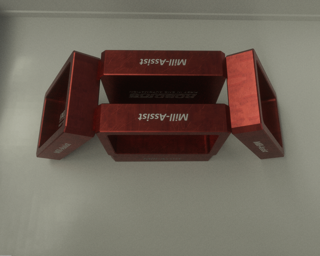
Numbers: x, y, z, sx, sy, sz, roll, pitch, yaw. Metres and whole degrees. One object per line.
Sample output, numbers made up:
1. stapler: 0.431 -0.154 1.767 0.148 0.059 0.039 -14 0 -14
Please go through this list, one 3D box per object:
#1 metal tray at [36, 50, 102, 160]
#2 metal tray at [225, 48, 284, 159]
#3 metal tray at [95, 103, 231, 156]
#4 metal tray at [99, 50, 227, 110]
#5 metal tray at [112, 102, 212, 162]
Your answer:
1. metal tray: -0.109 -0.019 0.360 0.030 0.130 0.090 12 68 -30
2. metal tray: 0.114 -0.021 0.362 0.030 0.130 0.090 -11 68 28
3. metal tray: 0.003 0.005 0.340 0.131 0.090 0.030 0 70 -1
4. metal tray: 0.003 -0.052 0.360 0.131 0.090 0.030 0 70 0
5. metal tray: 0.002 -0.003 0.407 0.131 0.030 0.090 0 70 -1
